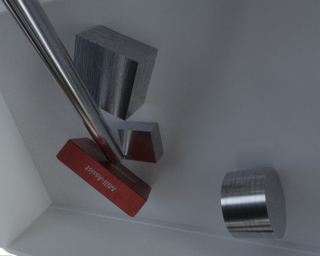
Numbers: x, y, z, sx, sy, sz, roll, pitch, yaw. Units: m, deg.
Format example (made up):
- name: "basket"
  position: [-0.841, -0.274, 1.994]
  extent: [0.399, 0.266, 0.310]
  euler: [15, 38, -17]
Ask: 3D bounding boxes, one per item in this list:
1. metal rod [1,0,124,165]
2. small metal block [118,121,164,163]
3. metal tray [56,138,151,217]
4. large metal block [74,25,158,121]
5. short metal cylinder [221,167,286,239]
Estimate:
- name: "metal rod"
  position: [-0.092, -0.044, 0.324]
  extent: [0.025, 0.025, 0.299]
  euler: [12, 149, 21]
- name: "small metal block"
  position: [-0.026, 0.019, 0.433]
  extent: [0.050, 0.025, 0.050]
  euler: [4, 120, 25]
- name: "metal tray"
  position: [-0.075, 0.066, 0.445]
  extent: [0.130, 0.090, 0.030]
  euler: [38, 91, 2]
- name: "large metal block"
  position: [-0.058, -0.068, 0.379]
  extent: [0.080, 0.050, 0.079]
  euler: [26, 128, 11]
- name: "short metal cylinder"
  position: [0.113, 0.089, 0.368]
  extent: [0.050, 0.080, 0.080]
  euler: [-12, 112, 33]
